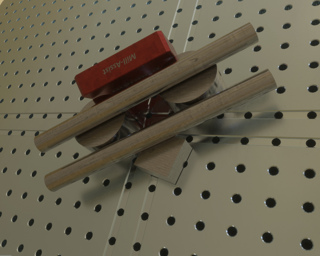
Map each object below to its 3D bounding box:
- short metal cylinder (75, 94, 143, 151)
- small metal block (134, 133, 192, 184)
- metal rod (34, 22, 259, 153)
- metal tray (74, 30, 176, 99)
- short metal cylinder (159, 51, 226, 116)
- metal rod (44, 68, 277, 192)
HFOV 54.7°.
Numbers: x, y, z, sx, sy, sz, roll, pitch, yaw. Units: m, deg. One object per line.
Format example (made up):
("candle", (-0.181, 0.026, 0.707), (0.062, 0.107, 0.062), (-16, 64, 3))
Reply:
("short metal cylinder", (-0.070, 0.001, 0.427), (0.080, 0.050, 0.080), (-13, 56, 20))
("small metal block", (0.004, 0.035, 0.382), (0.050, 0.025, 0.050), (16, 70, 34))
("metal rod", (-0.025, -0.044, 0.381), (0.301, 0.025, 0.025), (-26, 53, 11))
("metal tray", (-0.041, -0.081, 0.434), (0.130, 0.090, 0.030), (-25, 85, 12))
("short metal cylinder", (0.042, -0.053, 0.402), (0.080, 0.050, 0.080), (-13, 56, 20))
("metal rod", (-0.009, 0.008, 0.373), (0.301, 0.025, 0.025), (-25, 53, 12))
